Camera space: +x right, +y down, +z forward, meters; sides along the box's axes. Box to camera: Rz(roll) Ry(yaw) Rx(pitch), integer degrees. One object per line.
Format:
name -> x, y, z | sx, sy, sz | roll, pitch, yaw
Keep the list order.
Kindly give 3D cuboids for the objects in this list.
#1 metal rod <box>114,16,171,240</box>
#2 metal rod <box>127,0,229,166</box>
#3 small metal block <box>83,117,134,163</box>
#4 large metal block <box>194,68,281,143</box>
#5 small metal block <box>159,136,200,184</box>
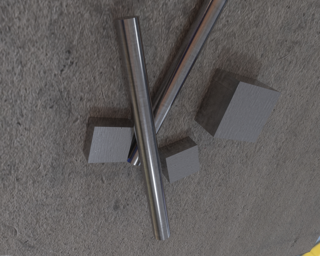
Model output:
metal rod -> -0.015, 0.020, 0.380 | 0.025, 0.025, 0.298 | -18, 118, -19
metal rod -> 0.031, -0.083, 0.373 | 0.025, 0.025, 0.298 | 16, 110, -35
small metal block -> -0.064, 0.015, 0.382 | 0.050, 0.025, 0.050 | 2, 118, -30
large metal block -> 0.107, -0.030, 0.433 | 0.081, 0.050, 0.079 | 8, 114, -32
small metal block -> 0.029, 0.047, 0.453 | 0.050, 0.025, 0.050 | -21, 127, -16
